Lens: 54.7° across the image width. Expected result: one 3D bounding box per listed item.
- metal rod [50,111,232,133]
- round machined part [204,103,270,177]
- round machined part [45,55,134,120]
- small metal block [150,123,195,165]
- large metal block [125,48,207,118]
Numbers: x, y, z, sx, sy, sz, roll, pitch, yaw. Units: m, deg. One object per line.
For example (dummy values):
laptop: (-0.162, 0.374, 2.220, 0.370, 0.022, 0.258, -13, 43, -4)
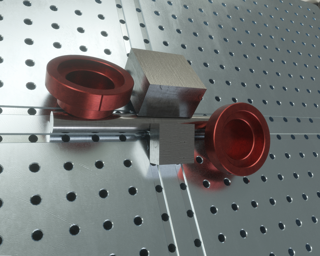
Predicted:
metal rod: (0.012, -0.006, 0.419, 0.303, 0.025, 0.025, 0, 62, -28)
round machined part: (0.101, 0.016, 0.426, 0.099, 0.042, 0.097, 2, 86, -28)
round machined part: (-0.083, -0.046, 0.364, 0.099, 0.042, 0.098, 14, 31, -8)
small metal block: (0.016, 0.019, 0.392, 0.050, 0.025, 0.050, 1, 90, -28)
large metal block: (0.003, -0.060, 0.415, 0.081, 0.050, 0.080, 1, 43, -28)
